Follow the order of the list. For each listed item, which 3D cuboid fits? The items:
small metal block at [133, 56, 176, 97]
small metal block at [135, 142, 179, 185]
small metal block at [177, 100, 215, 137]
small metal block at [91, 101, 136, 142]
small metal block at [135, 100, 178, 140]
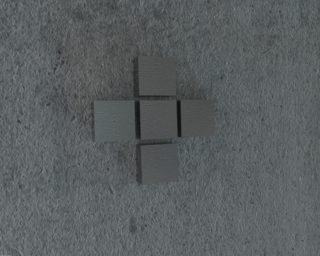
[{"bbox_3d":[-0.007,-0.067,0.408,0.050,0.025,0.050,-2,91,-20],"label":"small metal block"},{"bbox_3d":[-0.004,0.046,0.410,0.050,0.025,0.050,-2,91,-20],"label":"small metal block"},{"bbox_3d":[0.047,-0.013,0.429,0.050,0.025,0.050,-2,91,-20],"label":"small metal block"},{"bbox_3d":[-0.059,-0.009,0.389,0.050,0.025,0.050,-2,91,-20],"label":"small metal block"},{"bbox_3d":[-0.006,-0.011,0.409,0.050,0.025,0.050,-2,91,-20],"label":"small metal block"}]
